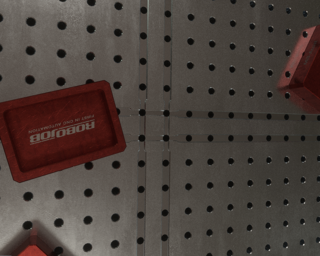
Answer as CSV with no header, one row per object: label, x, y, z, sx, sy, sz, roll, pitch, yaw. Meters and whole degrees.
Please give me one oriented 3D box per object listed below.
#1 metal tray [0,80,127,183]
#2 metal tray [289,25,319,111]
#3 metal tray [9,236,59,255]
metal tray,-0.115,0.001,0.367,0.131,0.030,0.089,-16,96,-20
metal tray,0.281,-0.100,0.516,0.090,0.030,0.130,31,80,-18
metal tray,-0.137,0.204,0.360,0.090,0.030,0.130,-43,104,-15
